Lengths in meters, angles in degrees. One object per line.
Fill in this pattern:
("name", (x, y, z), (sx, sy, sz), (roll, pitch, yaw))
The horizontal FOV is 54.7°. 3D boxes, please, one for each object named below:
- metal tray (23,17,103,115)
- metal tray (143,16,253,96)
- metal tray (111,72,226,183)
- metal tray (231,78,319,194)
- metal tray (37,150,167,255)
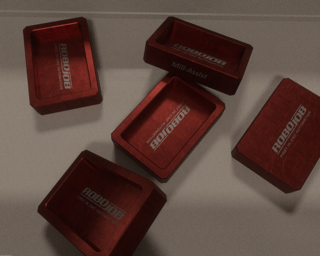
("metal tray", (-0.138, -0.089, 0.437), (0.091, 0.030, 0.130), (-12, 71, -5))
("metal tray", (0.054, -0.103, 0.426), (0.130, 0.030, 0.090), (23, 47, 8))
("metal tray", (0.012, -0.005, 0.408), (0.090, 0.030, 0.130), (38, 74, 12))
("metal tray", (0.167, 0.008, 0.406), (0.090, 0.030, 0.130), (35, 73, 11))
("metal tray", (-0.067, 0.083, 0.338), (0.130, 0.030, 0.090), (17, 64, 43))
